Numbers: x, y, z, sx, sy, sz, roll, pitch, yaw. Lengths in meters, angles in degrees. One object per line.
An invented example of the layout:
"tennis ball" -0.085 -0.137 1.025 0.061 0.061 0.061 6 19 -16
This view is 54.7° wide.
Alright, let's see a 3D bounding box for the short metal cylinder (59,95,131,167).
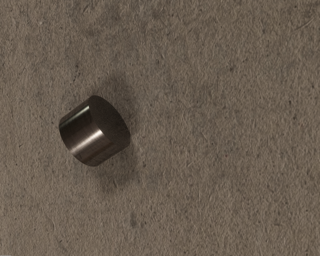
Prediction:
"short metal cylinder" -0.084 0.004 0.408 0.050 0.080 0.080 -33 80 17
